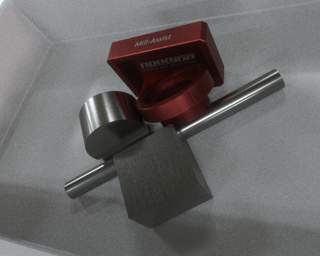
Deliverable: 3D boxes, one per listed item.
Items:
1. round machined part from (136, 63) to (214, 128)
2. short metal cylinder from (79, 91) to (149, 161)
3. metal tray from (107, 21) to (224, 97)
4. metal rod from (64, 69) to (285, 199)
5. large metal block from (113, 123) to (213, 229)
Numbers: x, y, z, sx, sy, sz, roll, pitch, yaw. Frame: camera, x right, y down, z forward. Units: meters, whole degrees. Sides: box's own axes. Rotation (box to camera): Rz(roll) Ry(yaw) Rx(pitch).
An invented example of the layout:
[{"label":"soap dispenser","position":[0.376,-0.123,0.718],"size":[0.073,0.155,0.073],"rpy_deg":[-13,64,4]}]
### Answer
[{"label":"round machined part","position":[0.023,-0.036,0.384],"size":[0.098,0.042,0.098],"rpy_deg":[-26,24,13]},{"label":"short metal cylinder","position":[-0.060,-0.001,0.399],"size":[0.080,0.080,0.050],"rpy_deg":[-29,52,9]},{"label":"metal tray","position":[0.009,-0.083,0.406],"size":[0.130,0.090,0.030],"rpy_deg":[-6,59,24]},{"label":"metal rod","position":[0.011,0.012,0.389],"size":[0.301,0.025,0.025],"rpy_deg":[-29,52,9]},{"label":"large metal block","position":[0.002,0.055,0.350],"size":[0.080,0.050,0.080],"rpy_deg":[-29,52,9]}]
